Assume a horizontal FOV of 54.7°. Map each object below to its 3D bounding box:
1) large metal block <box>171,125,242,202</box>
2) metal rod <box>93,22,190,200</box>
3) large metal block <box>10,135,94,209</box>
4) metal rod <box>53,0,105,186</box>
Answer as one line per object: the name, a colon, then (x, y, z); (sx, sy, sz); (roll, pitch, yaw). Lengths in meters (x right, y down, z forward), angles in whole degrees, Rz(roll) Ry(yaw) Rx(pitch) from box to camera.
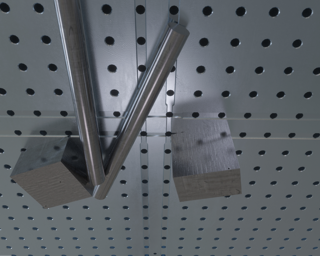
large metal block: (0.060, 0.046, 0.416); (0.080, 0.080, 0.050); (-9, 130, 7)
metal rod: (-0.039, 0.001, 0.411); (0.025, 0.025, 0.298); (18, 128, -15)
large metal block: (-0.150, 0.066, 0.450); (0.080, 0.050, 0.080); (-17, 128, 14)
metal rod: (-0.091, -0.045, 0.361); (0.025, 0.025, 0.298); (0, 127, 0)
